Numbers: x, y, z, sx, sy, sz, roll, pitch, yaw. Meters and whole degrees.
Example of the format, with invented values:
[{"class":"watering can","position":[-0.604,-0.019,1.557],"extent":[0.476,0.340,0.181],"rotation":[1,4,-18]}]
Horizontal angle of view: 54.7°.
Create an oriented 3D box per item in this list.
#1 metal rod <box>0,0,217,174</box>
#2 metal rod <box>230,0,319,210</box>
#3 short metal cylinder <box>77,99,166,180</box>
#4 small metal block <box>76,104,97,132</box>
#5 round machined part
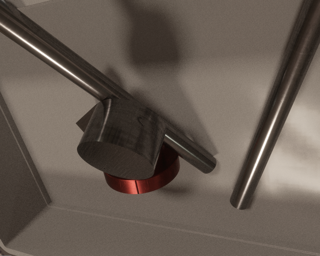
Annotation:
[{"class":"metal rod","position":[-0.041,-0.028,0.332],"extent":[0.025,0.025,0.301],"rotation":[-28,129,37]},{"class":"metal rod","position":[0.125,-0.022,0.328],"extent":[0.025,0.025,0.298],"rotation":[20,126,16]},{"class":"short metal cylinder","position":[-0.038,0.014,0.324],"extent":[0.080,0.050,0.080],"rotation":[12,149,8]},{"class":"small metal block","position":[-0.078,-0.020,0.420],"extent":[0.050,0.050,0.025],"rotation":[-34,99,38]},{"class":"round machined part","position":[-0.026,0.036,0.396],"extent":[0.098,0.098,0.042],"rotation":[5,121,25]}]
